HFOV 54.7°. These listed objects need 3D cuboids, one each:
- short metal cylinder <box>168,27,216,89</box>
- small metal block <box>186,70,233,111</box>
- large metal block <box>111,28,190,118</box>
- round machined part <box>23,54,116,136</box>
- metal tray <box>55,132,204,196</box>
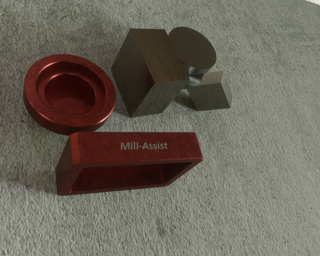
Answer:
[{"bbox_3d":[0.038,-0.107,0.473,0.081,0.050,0.080,14,56,-21],"label":"short metal cylinder"},{"bbox_3d":[0.072,-0.052,0.445,0.050,0.050,0.025,58,38,-41],"label":"small metal block"},{"bbox_3d":[-0.016,-0.070,0.402,0.050,0.080,0.080,-11,67,-33],"label":"large metal block"},{"bbox_3d":[-0.105,-0.034,0.357,0.099,0.042,0.098,14,56,-21],"label":"round machined part"},{"bbox_3d":[-0.033,0.037,0.321,0.131,0.090,0.030,1,62,-28],"label":"metal tray"}]
